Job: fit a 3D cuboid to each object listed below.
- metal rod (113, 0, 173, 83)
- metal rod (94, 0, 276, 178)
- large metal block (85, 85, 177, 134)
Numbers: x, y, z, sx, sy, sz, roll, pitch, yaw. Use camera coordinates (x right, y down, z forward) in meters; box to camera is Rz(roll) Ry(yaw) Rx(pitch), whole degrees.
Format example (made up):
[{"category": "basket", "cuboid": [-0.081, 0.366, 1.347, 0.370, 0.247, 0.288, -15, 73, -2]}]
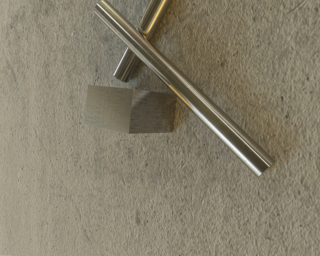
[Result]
[{"category": "metal rod", "cuboid": [0.017, -0.189, 0.389, 0.025, 0.025, 0.298, 46, 117, 29]}, {"category": "metal rod", "cuboid": [0.015, -0.061, 0.369, 0.300, 0.025, 0.025, 48, 118, 21]}, {"category": "large metal block", "cuboid": [-0.037, -0.024, 0.397, 0.080, 0.081, 0.050, 11, 97, 39]}]
